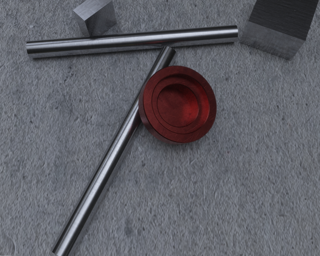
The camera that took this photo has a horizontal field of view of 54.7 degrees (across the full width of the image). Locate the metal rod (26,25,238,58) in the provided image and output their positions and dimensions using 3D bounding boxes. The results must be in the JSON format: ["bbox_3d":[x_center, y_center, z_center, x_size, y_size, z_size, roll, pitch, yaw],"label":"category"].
[{"bbox_3d":[-0.038,-0.127,0.453,0.302,0.025,0.025,-5,70,-3],"label":"metal rod"}]

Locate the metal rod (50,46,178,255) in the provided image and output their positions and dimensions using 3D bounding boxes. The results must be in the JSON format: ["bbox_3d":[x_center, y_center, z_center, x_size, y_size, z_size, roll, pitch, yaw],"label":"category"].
[{"bbox_3d":[-0.050,0.017,0.401,0.025,0.025,0.300,24,71,8],"label":"metal rod"}]

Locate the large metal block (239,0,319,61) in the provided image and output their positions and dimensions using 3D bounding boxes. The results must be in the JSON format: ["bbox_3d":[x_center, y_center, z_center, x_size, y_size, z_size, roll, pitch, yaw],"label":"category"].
[{"bbox_3d":[0.173,-0.157,0.454,0.080,0.050,0.080,22,71,7],"label":"large metal block"}]

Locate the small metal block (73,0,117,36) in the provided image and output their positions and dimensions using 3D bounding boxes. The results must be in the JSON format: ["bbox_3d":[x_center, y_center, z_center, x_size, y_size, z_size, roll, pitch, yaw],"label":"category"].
[{"bbox_3d":[-0.094,-0.162,0.453,0.050,0.050,0.025,-43,76,-14],"label":"small metal block"}]

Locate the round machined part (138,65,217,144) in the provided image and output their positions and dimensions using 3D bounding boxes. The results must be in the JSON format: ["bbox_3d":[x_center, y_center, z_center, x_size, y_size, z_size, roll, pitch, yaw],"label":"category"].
[{"bbox_3d":[0.019,-0.027,0.398,0.099,0.042,0.097,4,80,-19],"label":"round machined part"}]
